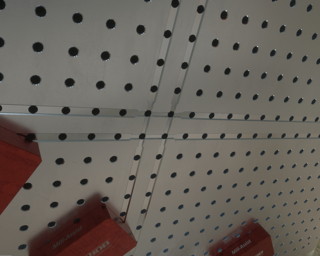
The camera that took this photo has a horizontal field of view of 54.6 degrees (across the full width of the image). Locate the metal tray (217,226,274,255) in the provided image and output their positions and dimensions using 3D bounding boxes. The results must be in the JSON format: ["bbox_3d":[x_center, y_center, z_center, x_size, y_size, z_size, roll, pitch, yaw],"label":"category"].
[{"bbox_3d":[0.187,0.284,0.684,0.131,0.030,0.090,-31,129,-8],"label":"metal tray"}]

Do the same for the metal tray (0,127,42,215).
[{"bbox_3d":[-0.203,0.057,0.332,0.090,0.030,0.130,33,100,-38],"label":"metal tray"}]

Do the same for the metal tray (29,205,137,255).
[{"bbox_3d":[-0.111,0.182,0.459,0.130,0.030,0.090,-35,129,-5],"label":"metal tray"}]
